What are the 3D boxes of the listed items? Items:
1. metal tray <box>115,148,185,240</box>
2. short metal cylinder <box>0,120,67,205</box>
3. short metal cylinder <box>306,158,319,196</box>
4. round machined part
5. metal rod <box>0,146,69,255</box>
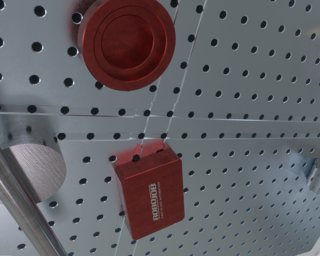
[{"bbox_3d":[-0.011,0.102,0.465,0.091,0.030,0.129,-18,126,-18],"label":"metal tray"},{"bbox_3d":[-0.148,0.038,0.338,0.081,0.050,0.079,-14,124,-21],"label":"short metal cylinder"},{"bbox_3d":[0.349,0.104,0.631,0.081,0.080,0.050,-6,121,-25],"label":"short metal cylinder"},{"bbox_3d":[-0.037,-0.092,0.324,0.099,0.042,0.097,-14,124,-21],"label":"round machined part"},{"bbox_3d":[-0.143,0.076,0.315,0.025,0.025,0.298,-23,127,-15],"label":"metal rod"}]
